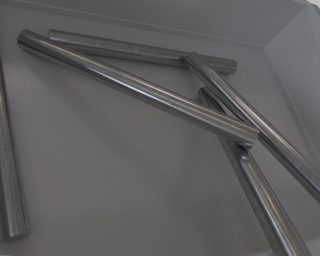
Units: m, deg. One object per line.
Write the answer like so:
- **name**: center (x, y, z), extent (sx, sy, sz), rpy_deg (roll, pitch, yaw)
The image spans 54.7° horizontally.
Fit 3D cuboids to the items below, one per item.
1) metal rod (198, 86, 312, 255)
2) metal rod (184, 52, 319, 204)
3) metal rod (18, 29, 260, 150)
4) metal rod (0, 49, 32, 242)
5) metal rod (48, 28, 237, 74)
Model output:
- **metal rod**: center (0.088, 0.028, 0.353), extent (0.025, 0.025, 0.300), rpy_deg (18, 29, -18)
- **metal rod**: center (0.120, -0.006, 0.388), extent (0.025, 0.025, 0.300), rpy_deg (-10, 48, -32)
- **metal rod**: center (-0.032, -0.049, 0.360), extent (0.301, 0.025, 0.025), rpy_deg (24, 51, 9)
- **metal rod**: center (-0.176, -0.033, 0.330), extent (0.025, 0.025, 0.299), rpy_deg (-7, 65, -31)
- **metal rod**: center (-0.009, -0.110, 0.467), extent (0.303, 0.025, 0.025), rpy_deg (2, 61, -27)
